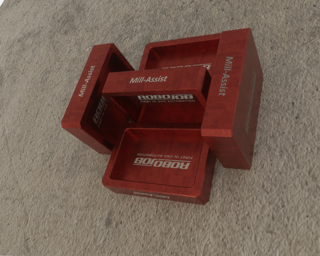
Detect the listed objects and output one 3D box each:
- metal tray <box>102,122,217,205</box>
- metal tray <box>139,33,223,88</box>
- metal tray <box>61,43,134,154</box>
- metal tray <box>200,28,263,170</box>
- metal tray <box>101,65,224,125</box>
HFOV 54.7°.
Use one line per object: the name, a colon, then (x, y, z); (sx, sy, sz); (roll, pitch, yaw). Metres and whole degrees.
metal tray: (0.001, 0.039, 0.379); (0.130, 0.030, 0.090); (1, 61, 28)
metal tray: (0.033, -0.082, 0.436); (0.130, 0.030, 0.090); (1, 65, 28)
metal tray: (-0.074, -0.039, 0.426); (0.030, 0.090, 0.130); (1, 63, 29)
metal tray: (0.084, -0.030, 0.338); (0.030, 0.090, 0.130); (1, 62, 29)
metal tray: (0.006, -0.034, 0.383); (0.130, 0.090, 0.030); (1, 64, 29)
